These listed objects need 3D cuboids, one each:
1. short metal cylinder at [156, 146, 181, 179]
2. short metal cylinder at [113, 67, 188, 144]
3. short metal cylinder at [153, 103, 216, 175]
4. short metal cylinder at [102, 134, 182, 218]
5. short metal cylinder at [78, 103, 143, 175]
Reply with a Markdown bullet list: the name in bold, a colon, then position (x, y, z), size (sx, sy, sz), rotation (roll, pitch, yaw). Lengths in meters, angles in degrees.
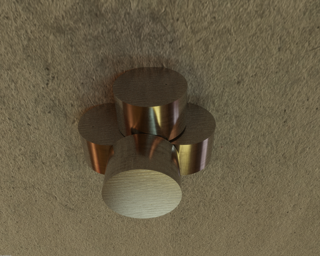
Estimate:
- **short metal cylinder**: position (-0.011, 0.050, 0.415), size (0.081, 0.080, 0.050), rotation (0, 130, -1)
- **short metal cylinder**: position (-0.010, -0.027, 0.349), size (0.081, 0.080, 0.050), rotation (-1, 130, 0)
- **short metal cylinder**: position (0.026, 0.012, 0.383), size (0.081, 0.080, 0.050), rotation (0, 130, 0)
- **short metal cylinder**: position (-0.018, 0.052, 0.331), size (0.081, 0.050, 0.079), rotation (0, 130, 0)
- **short metal cylinder**: position (-0.056, 0.012, 0.382), size (0.081, 0.080, 0.050), rotation (-1, 130, 0)
